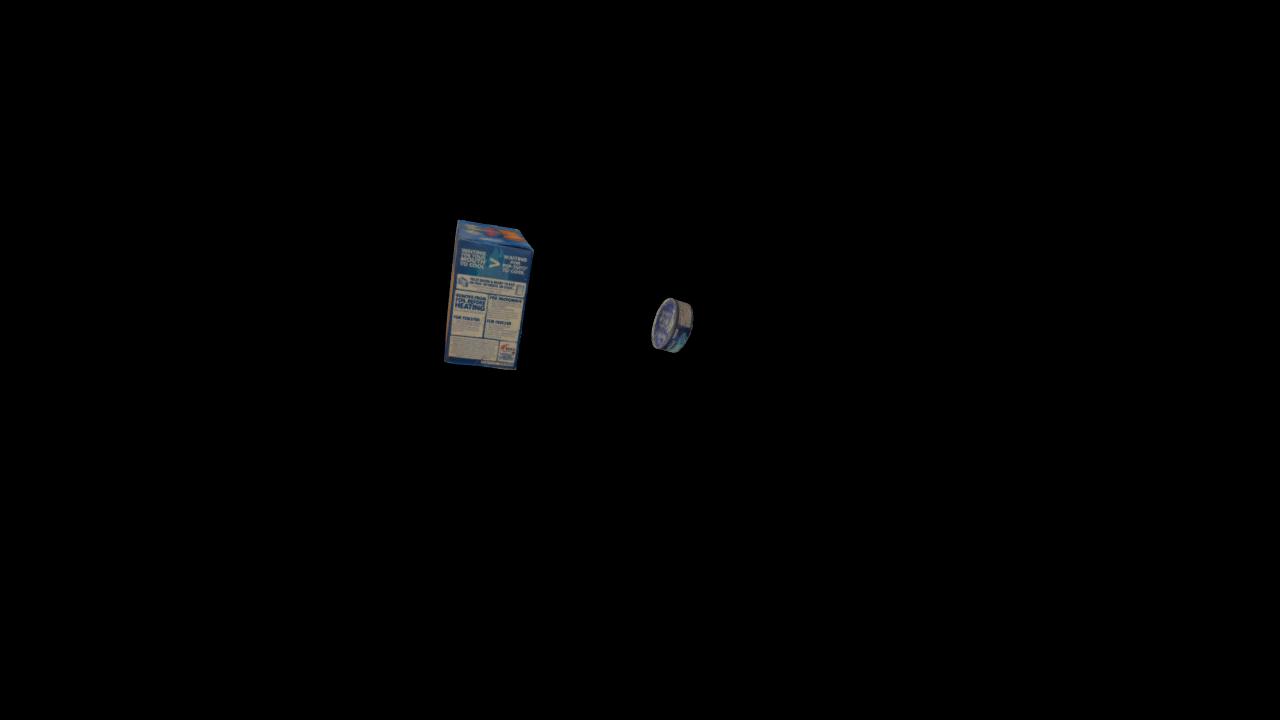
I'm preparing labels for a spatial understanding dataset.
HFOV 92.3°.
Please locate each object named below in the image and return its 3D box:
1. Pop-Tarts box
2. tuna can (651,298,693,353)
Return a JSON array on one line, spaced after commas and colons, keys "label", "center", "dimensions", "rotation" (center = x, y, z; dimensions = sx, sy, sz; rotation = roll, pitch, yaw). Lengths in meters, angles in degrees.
[{"label": "Pop-Tarts box", "center": [-0.185, -0.083, 0.737], "dimensions": [0.083, 0.141, 0.167], "rotation": [5, 17, -19]}, {"label": "tuna can", "center": [0.051, -0.054, 0.975], "dimensions": [0.034, 0.084, 0.084], "rotation": [15, -6, -21]}]
